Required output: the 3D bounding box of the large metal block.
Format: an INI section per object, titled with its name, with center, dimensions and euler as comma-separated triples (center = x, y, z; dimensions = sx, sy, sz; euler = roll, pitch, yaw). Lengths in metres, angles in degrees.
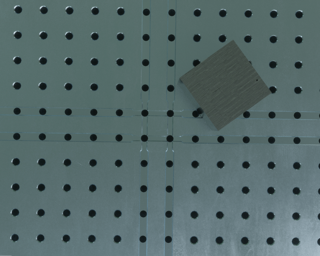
[large metal block]
center = 0.080, -0.052, 0.401
dimensions = 0.080, 0.050, 0.080
euler = -36, 90, 0
